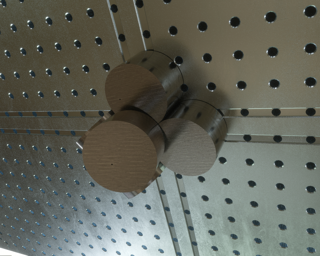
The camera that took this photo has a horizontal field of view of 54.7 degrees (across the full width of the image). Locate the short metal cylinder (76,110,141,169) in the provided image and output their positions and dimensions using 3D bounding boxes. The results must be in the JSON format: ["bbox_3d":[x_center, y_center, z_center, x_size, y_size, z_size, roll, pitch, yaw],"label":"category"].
[{"bbox_3d":[-0.065,0.012,0.415,0.050,0.080,0.080,47,129,-5],"label":"short metal cylinder"}]

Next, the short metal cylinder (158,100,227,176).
[{"bbox_3d":[0.037,0.012,0.381,0.080,0.050,0.079,13,124,20],"label":"short metal cylinder"}]

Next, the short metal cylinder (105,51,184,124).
[{"bbox_3d":[-0.018,-0.047,0.373,0.080,0.050,0.079,13,124,20],"label":"short metal cylinder"}]

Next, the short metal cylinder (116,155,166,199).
[{"bbox_3d":[-0.032,0.049,0.421,0.050,0.080,0.080,47,129,-5],"label":"short metal cylinder"}]

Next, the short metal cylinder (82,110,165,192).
[{"bbox_3d":[-0.038,0.024,0.345,0.080,0.050,0.079,2,106,9],"label":"short metal cylinder"}]
